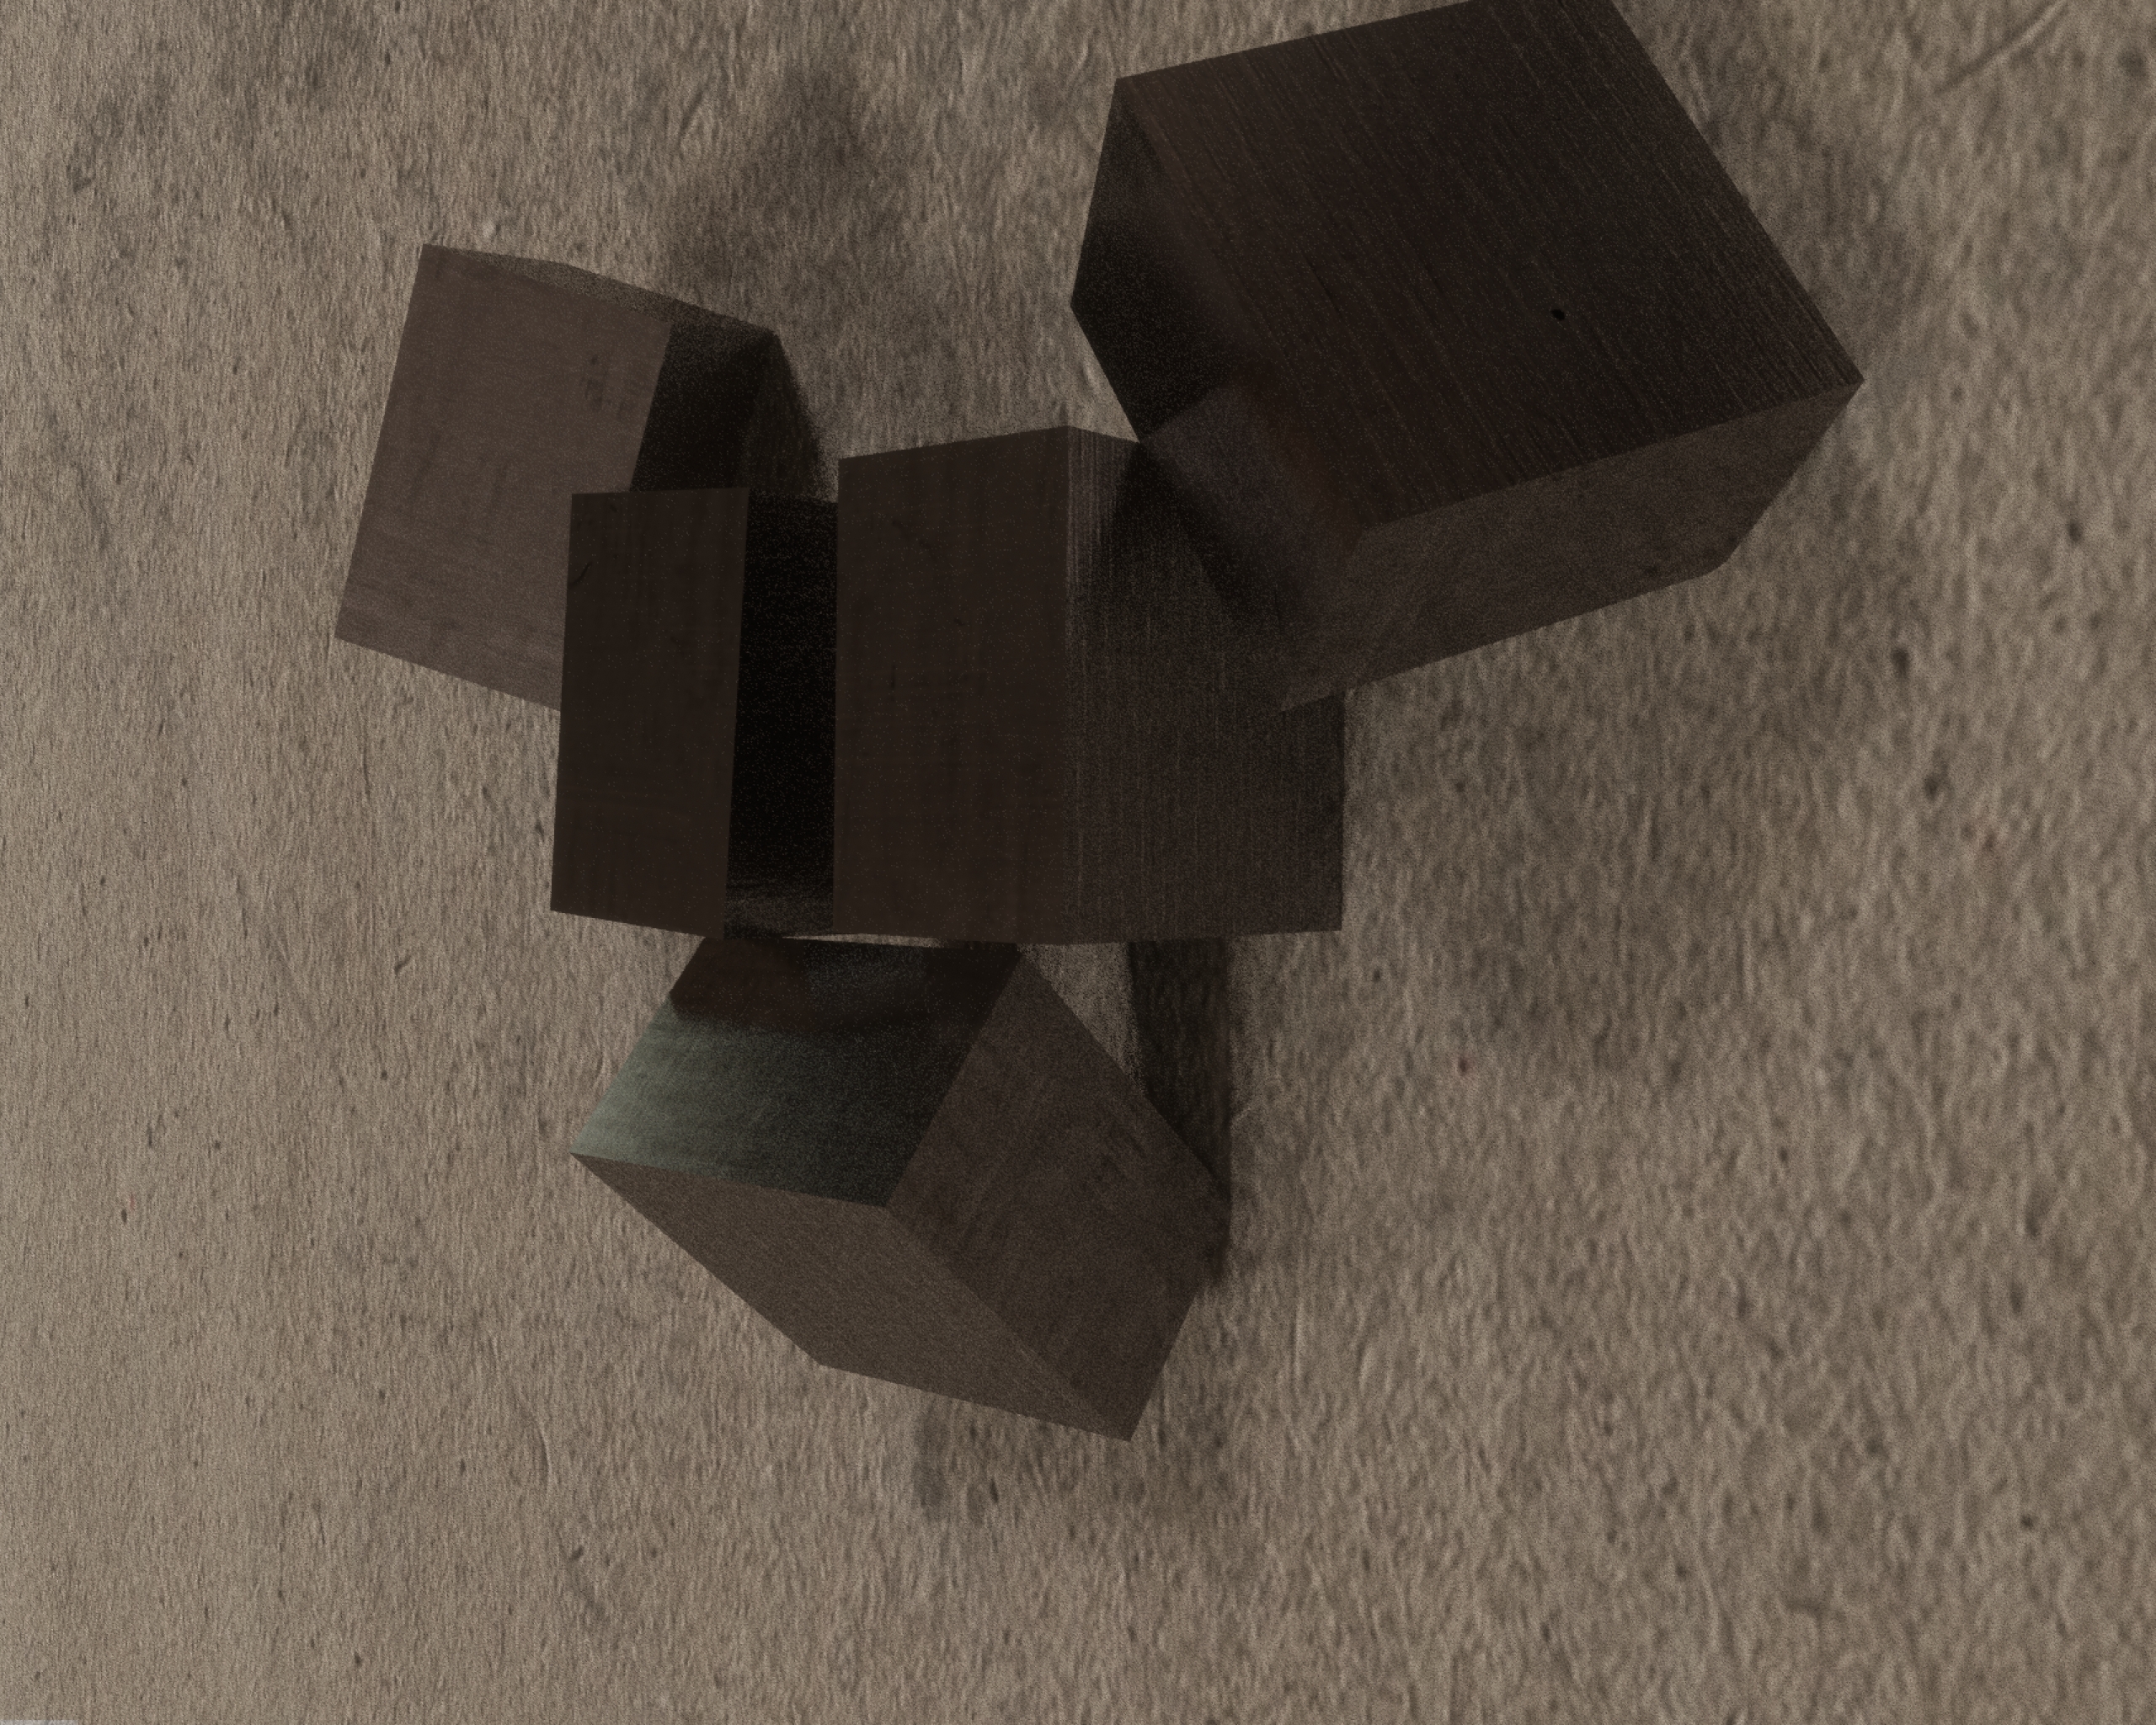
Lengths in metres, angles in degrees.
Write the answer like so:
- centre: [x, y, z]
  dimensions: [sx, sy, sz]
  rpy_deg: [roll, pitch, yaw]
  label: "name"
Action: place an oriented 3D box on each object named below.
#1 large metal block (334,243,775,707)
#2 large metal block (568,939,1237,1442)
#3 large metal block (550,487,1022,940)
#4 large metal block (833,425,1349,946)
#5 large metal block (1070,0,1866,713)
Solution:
- centre: [-0.109, -0.083, 0.446]
  dimensions: [0.050, 0.080, 0.079]
  rpy_deg: [18, 104, 1]
  label: "large metal block"
- centre: [-0.031, 0.059, 0.386]
  dimensions: [0.080, 0.080, 0.050]
  rpy_deg: [1, 52, 40]
  label: "large metal block"
- centre: [-0.054, -0.028, 0.413]
  dimensions: [0.050, 0.081, 0.079]
  rpy_deg: [6, 94, 39]
  label: "large metal block"
- centre: [0.004, -0.028, 0.365]
  dimensions: [0.050, 0.081, 0.079]
  rpy_deg: [1, 91, 40]
  label: "large metal block"
- centre: [0.054, -0.079, 0.316]
  dimensions: [0.050, 0.081, 0.080]
  rpy_deg: [108, 140, -64]
  label: "large metal block"
